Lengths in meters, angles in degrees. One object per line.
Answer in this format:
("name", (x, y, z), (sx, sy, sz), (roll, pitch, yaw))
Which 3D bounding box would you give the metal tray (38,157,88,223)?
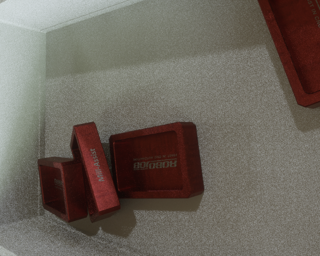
("metal tray", (-0.164, 0.096, 0.510), (0.130, 0.030, 0.089), (-4, 93, 53))

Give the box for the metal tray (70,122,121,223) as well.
("metal tray", (-0.099, 0.067, 0.456), (0.130, 0.030, 0.090), (70, 155, 16))

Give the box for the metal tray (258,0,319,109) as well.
("metal tray", (0.151, -0.093, 0.278), (0.090, 0.030, 0.129), (-25, 75, 37))

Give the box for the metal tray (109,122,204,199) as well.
("metal tray", (-0.010, 0.046, 0.409), (0.130, 0.030, 0.089), (-11, 83, 39))
